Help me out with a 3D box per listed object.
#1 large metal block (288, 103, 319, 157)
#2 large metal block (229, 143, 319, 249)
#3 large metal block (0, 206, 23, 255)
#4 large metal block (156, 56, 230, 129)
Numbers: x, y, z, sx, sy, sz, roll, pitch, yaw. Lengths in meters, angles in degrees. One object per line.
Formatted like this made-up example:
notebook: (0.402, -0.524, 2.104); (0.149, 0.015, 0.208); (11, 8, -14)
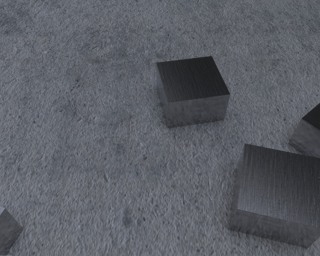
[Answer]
large metal block: (0.223, 0.008, 0.382); (0.080, 0.050, 0.080); (-33, 58, -25)
large metal block: (0.122, 0.070, 0.329); (0.080, 0.050, 0.080); (11, 51, 9)
large metal block: (-0.196, 0.111, 0.292); (0.080, 0.050, 0.080); (14, 51, 11)
large metal block: (0.042, -0.051, 0.430); (0.081, 0.050, 0.080); (-8, 51, -7)
